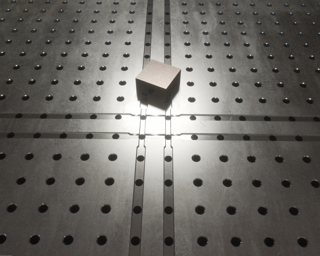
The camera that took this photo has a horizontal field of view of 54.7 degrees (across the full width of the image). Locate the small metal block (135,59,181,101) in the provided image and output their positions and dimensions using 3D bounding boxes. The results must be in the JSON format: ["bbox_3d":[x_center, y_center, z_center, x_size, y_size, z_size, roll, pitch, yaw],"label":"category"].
[{"bbox_3d":[-0.002,-0.073,0.469,0.050,0.025,0.050,22,53,17],"label":"small metal block"}]
